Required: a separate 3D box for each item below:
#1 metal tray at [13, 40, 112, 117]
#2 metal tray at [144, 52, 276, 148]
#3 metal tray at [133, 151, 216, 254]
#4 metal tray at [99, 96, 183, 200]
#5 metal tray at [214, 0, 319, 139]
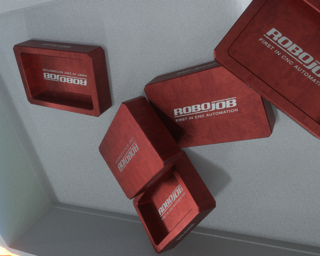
[{"bbox_3d":[-0.135,-0.071,0.433,0.130,0.030,0.089,11,123,22],"label":"metal tray"},{"bbox_3d":[0.056,-0.027,0.359,0.130,0.030,0.090,-10,114,32],"label":"metal tray"},{"bbox_3d":[0.014,0.105,0.433,0.090,0.030,0.129,59,136,30],"label":"metal tray"},{"bbox_3d":[-0.032,0.030,0.404,0.090,0.030,0.129,56,144,14],"label":"metal tray"},{"bbox_3d":[0.125,-0.061,0.277,0.130,0.030,0.090,38,102,2],"label":"metal tray"}]
